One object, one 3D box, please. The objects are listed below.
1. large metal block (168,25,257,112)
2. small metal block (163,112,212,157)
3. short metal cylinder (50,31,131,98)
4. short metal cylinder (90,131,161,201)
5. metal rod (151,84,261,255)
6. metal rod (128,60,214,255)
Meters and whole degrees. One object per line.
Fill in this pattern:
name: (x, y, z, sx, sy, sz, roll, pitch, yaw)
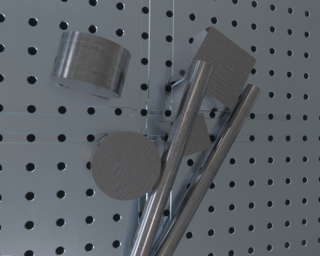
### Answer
large metal block: (0.072, -0.078, 0.426, 0.080, 0.050, 0.080, 31, 80, -18)
small metal block: (0.038, 0.010, 0.427, 0.050, 0.025, 0.050, -17, 96, -19)
short metal cylinder: (-0.078, -0.069, 0.355, 0.081, 0.080, 0.050, 15, 85, -20)
short metal cylinder: (-0.044, 0.044, 0.380, 0.081, 0.050, 0.080, 0, 89, -16)
metal rod: (0.064, 0.067, 0.436, 0.025, 0.025, 0.300, 34, 79, -17)
metal rod: (0.006, 0.063, 0.386, 0.025, 0.025, 0.298, 17, 95, -20)
